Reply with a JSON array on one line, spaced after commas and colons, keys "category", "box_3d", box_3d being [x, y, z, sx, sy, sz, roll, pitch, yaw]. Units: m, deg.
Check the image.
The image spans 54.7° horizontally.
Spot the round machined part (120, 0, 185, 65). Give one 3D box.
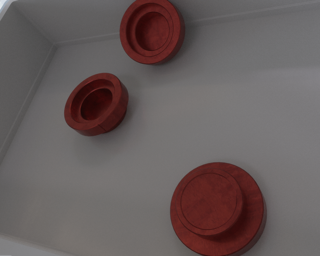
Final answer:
[{"category": "round machined part", "box_3d": [-0.008, -0.144, 0.469, 0.098, 0.042, 0.097, 3, 97, 23]}]

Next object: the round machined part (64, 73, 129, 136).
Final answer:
[{"category": "round machined part", "box_3d": [-0.089, -0.030, 0.460, 0.098, 0.042, 0.098, -13, 56, 21]}]

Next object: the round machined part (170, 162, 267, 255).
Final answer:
[{"category": "round machined part", "box_3d": [0.055, 0.080, 0.317, 0.098, 0.042, 0.098, -13, 56, 21]}]
